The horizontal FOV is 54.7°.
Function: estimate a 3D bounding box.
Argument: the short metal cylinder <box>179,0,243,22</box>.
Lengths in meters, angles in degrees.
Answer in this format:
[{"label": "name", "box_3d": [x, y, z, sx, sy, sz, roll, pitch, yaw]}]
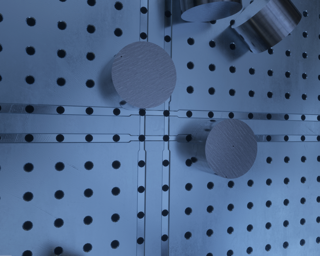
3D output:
[{"label": "short metal cylinder", "box_3d": [0.065, -0.177, 0.408, 0.081, 0.080, 0.050, -7, 93, -20]}]

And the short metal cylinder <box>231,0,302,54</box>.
[{"label": "short metal cylinder", "box_3d": [0.150, -0.153, 0.440, 0.050, 0.080, 0.080, 44, 76, -15]}]

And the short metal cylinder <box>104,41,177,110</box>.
[{"label": "short metal cylinder", "box_3d": [-0.026, -0.063, 0.390, 0.081, 0.050, 0.079, 0, 90, -20]}]

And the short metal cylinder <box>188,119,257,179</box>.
[{"label": "short metal cylinder", "box_3d": [0.087, 0.027, 0.433, 0.081, 0.050, 0.079, 0, 90, -20]}]
